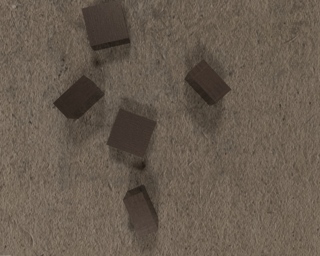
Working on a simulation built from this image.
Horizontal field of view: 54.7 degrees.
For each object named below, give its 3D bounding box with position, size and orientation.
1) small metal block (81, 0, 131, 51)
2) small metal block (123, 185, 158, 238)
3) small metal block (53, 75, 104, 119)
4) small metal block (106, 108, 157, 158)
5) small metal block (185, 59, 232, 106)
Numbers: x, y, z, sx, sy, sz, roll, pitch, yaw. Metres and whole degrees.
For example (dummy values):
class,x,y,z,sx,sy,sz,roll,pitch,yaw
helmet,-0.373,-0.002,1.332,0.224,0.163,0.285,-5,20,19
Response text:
class,x,y,z,sx,sy,sz,roll,pitch,yaw
small metal block,-0.070,-0.134,0.409,0.050,0.025,0.050,-13,90,-1
small metal block,-0.023,0.105,0.397,0.025,0.050,0.050,-23,90,0
small metal block,-0.102,-0.038,0.396,0.050,0.050,0.025,-43,91,0
small metal block,-0.037,0.007,0.410,0.050,0.025,0.050,20,90,-1
small metal block,0.060,-0.057,0.398,0.025,0.050,0.050,-43,91,0
